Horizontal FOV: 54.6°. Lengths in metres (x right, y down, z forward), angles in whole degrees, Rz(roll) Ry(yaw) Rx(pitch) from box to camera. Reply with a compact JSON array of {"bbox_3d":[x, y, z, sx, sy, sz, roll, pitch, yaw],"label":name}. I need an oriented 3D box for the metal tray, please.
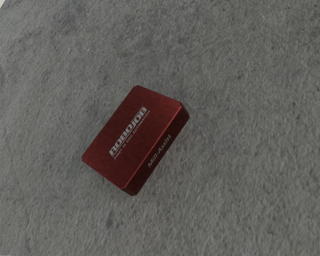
[{"bbox_3d":[-0.033,0.012,0.412,0.090,0.030,0.130,27,76,37],"label":"metal tray"}]
